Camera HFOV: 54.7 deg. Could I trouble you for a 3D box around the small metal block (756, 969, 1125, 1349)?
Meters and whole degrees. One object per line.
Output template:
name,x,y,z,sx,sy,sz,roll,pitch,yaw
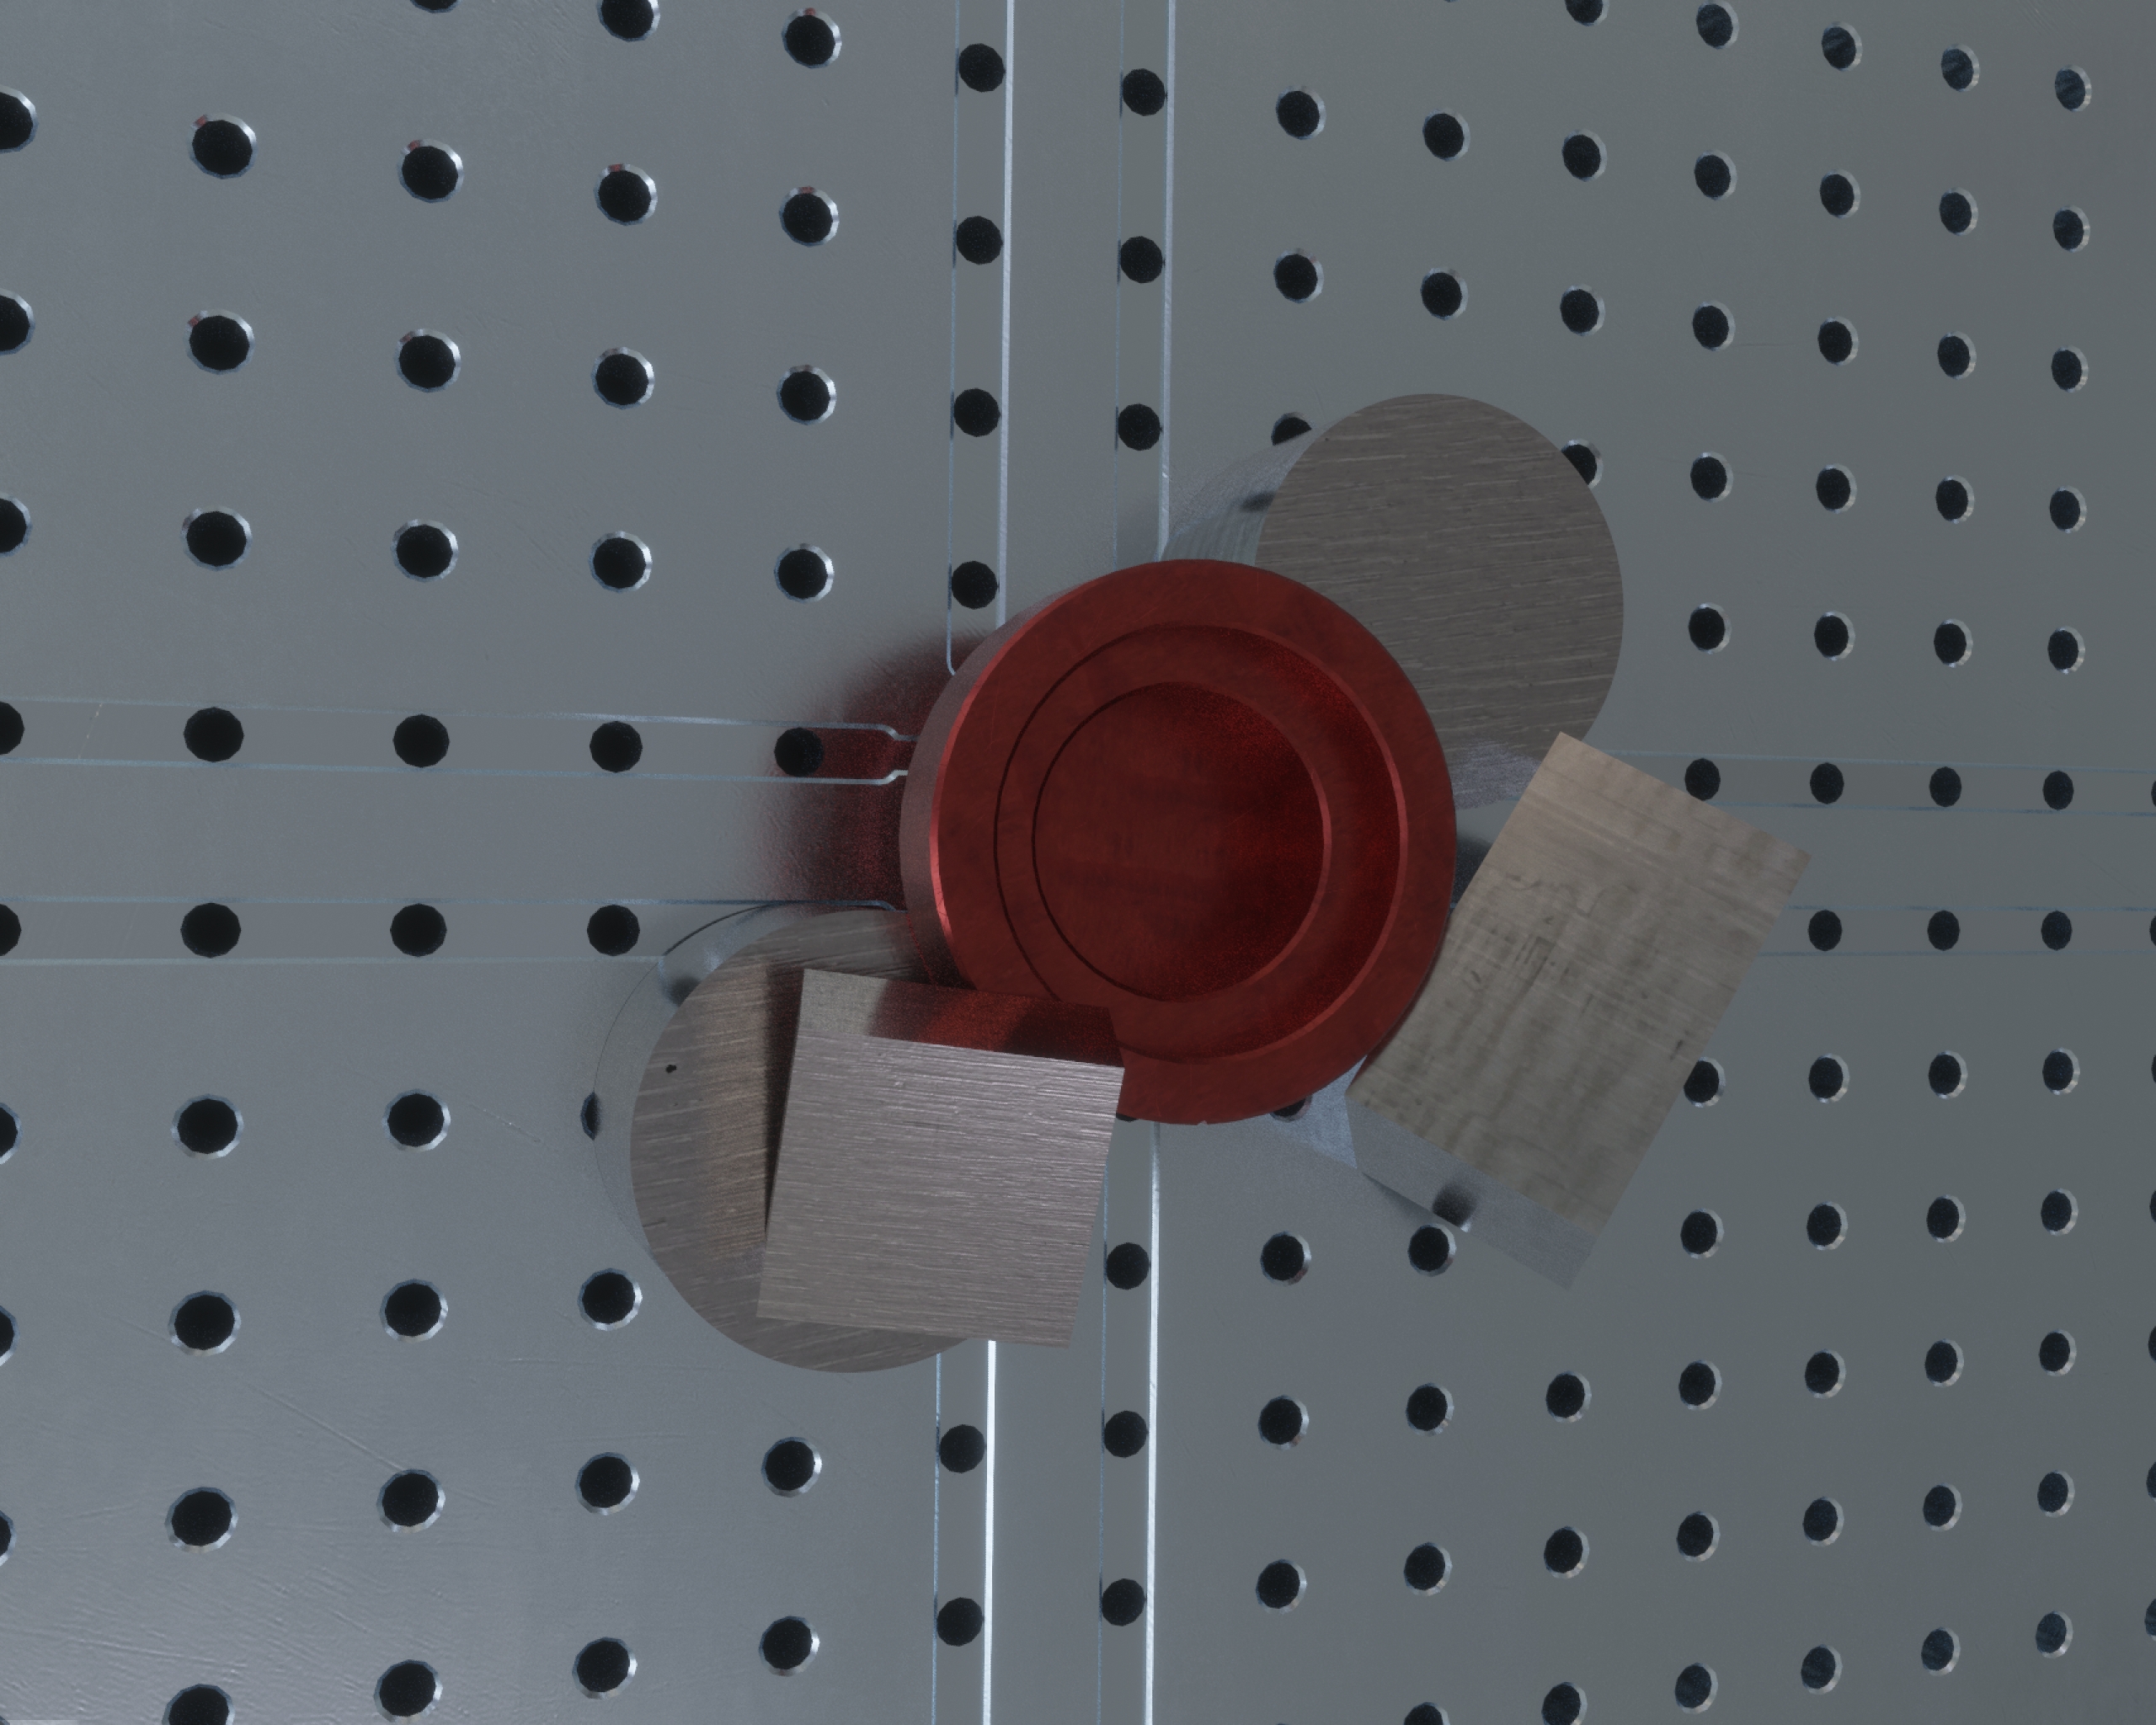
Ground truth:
small metal block,-0.023,0.048,0.338,0.050,0.025,0.050,8,107,-8

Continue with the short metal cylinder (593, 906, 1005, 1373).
short metal cylinder,-0.045,0.048,0.382,0.081,0.050,0.079,0,90,-20

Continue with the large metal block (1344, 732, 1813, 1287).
large metal block,0.096,0.032,0.412,0.050,0.080,0.080,29,79,17

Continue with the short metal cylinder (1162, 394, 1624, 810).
short metal cylinder,0.062,-0.050,0.422,0.081,0.050,0.079,0,90,-20

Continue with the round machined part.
round machined part,0.015,-0.004,0.378,0.099,0.042,0.097,0,90,-20
